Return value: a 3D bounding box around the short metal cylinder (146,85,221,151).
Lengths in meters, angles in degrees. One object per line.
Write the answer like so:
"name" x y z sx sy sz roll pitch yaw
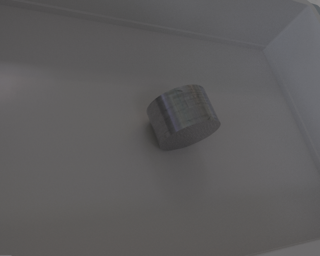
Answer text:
"short metal cylinder" 0.029 -0.011 0.392 0.081 0.080 0.050 -9 66 -32
